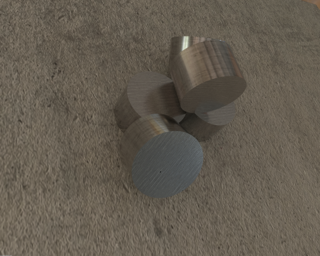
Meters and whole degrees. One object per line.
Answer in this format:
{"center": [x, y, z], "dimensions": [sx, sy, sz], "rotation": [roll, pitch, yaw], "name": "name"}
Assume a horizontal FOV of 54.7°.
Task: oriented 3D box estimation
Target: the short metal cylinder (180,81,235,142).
{"center": [0.058, -0.027, 0.438], "dimensions": [0.081, 0.050, 0.080], "rotation": [14, 56, -21], "name": "short metal cylinder"}

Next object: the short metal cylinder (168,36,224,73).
{"center": [0.054, -0.102, 0.454], "dimensions": [0.081, 0.080, 0.050], "rotation": [1, 100, -28], "name": "short metal cylinder"}

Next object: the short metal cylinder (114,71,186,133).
{"center": [-0.013, -0.026, 0.399], "dimensions": [0.081, 0.050, 0.080], "rotation": [14, 56, -21], "name": "short metal cylinder"}

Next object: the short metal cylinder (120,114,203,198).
{"center": [0.001, 0.030, 0.345], "dimensions": [0.081, 0.079, 0.050], "rotation": [7, 20, -25], "name": "short metal cylinder"}

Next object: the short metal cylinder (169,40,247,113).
{"center": [0.057, -0.059, 0.374], "dimensions": [0.081, 0.080, 0.050], "rotation": [-2, 63, -29], "name": "short metal cylinder"}
